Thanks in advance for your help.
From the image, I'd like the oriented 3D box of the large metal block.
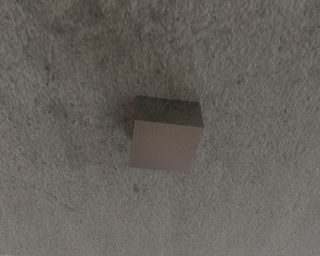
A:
[{"bbox_3d":[0.005,0.009,0.399,0.081,0.050,0.079,6,130,-6],"label":"large metal block"}]
